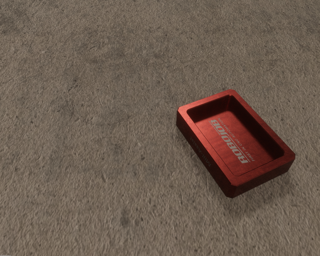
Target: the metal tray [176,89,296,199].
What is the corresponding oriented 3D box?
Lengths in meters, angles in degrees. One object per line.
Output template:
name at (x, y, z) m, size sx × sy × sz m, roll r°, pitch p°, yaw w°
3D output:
metal tray at (0.089, 0.013, 0.389) m, size 0.091 × 0.030 × 0.130 m, roll -21°, pitch 53°, yaw -17°
